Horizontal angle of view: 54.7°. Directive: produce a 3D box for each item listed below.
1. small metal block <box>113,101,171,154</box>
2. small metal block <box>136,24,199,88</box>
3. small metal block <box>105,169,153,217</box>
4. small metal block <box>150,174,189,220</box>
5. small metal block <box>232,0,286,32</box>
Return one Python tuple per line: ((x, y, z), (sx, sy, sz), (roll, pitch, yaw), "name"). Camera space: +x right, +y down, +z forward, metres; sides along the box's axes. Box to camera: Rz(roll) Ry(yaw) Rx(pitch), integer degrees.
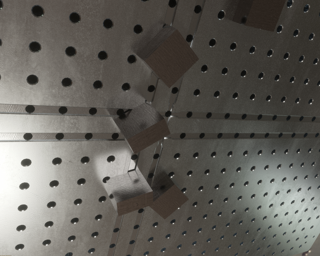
((-0.023, -0.002, 0.383), (0.050, 0.050, 0.025), (-30, 129, -10), "small metal block")
((0.010, -0.084, 0.366), (0.050, 0.025, 0.050), (-45, 130, 3), "small metal block")
((-0.043, 0.088, 0.428), (0.050, 0.050, 0.025), (-14, 125, -21), "small metal block")
((0.010, 0.109, 0.486), (0.050, 0.025, 0.050), (-40, 130, -1), "small metal block")
((0.126, -0.152, 0.388), (0.050, 0.025, 0.050), (0, 118, -29), "small metal block")
